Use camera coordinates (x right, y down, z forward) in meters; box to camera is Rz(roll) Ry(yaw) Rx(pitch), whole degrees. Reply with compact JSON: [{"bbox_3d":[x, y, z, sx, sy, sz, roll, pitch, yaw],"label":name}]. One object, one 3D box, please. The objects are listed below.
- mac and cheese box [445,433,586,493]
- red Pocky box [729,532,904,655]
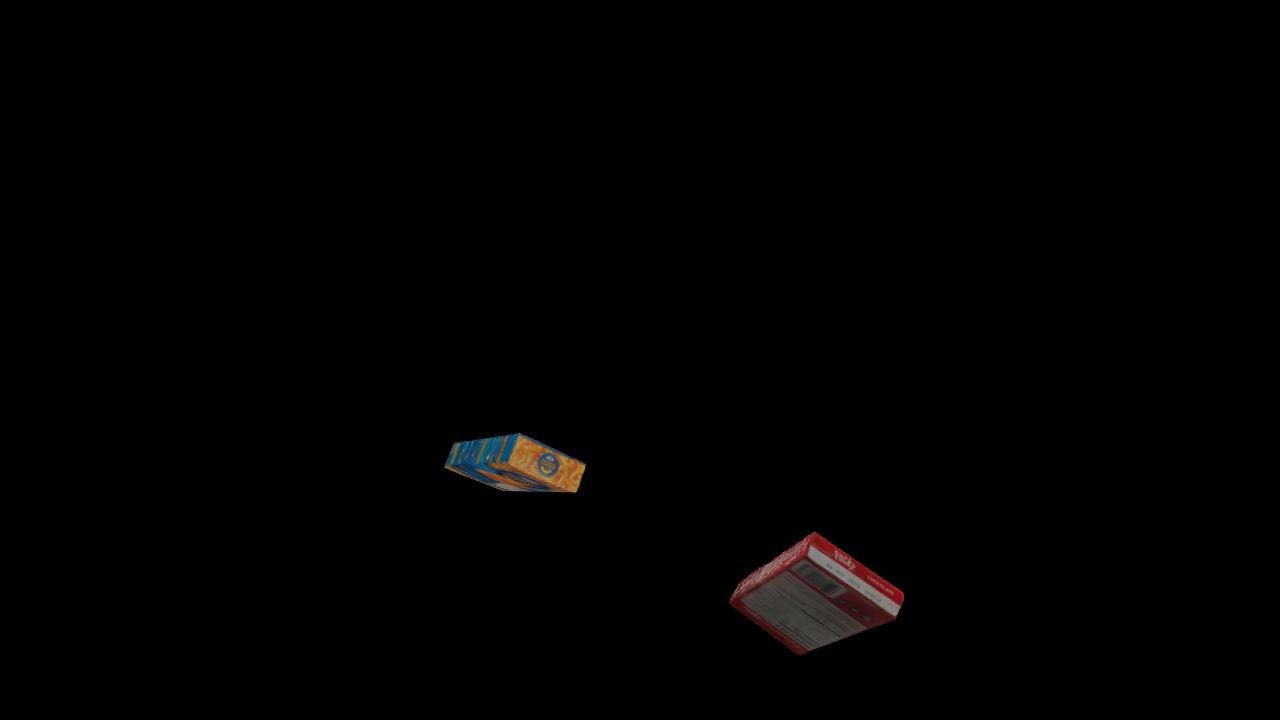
[{"bbox_3d":[-0.154,0.126,0.734,0.093,0.041,0.184,32,-27,-28],"label":"mac and cheese box"},{"bbox_3d":[0.142,0.204,0.526,0.083,0.028,0.155,34,-37,6],"label":"red Pocky box"}]
